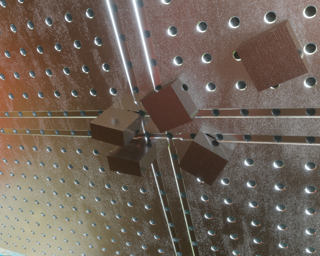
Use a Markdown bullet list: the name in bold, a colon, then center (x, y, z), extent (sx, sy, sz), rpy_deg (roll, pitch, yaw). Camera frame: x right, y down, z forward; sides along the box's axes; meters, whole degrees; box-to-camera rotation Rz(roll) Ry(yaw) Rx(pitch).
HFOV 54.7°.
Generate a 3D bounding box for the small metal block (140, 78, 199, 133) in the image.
- **small metal block**: center (0.012, -0.027, 0.387), extent (0.050, 0.025, 0.050), rpy_deg (-22, 107, 36)

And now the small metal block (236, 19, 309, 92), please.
- **small metal block**: center (0.112, -0.071, 0.308), extent (0.050, 0.025, 0.050), rpy_deg (-22, 107, 36)

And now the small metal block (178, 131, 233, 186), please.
- **small metal block**: center (0.059, 0.040, 0.404), extent (0.050, 0.025, 0.050), rpy_deg (31, 128, 8)

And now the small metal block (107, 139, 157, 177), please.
- **small metal block**: center (-0.038, 0.040, 0.438), extent (0.050, 0.050, 0.025), rpy_deg (8, 122, 24)

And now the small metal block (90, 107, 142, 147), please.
- **small metal block**: center (-0.059, -0.003, 0.423), extent (0.050, 0.050, 0.025), rpy_deg (14, 124, 20)
